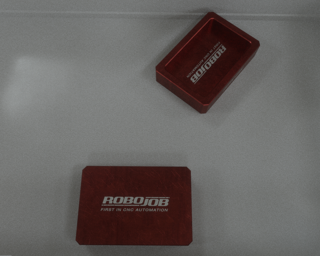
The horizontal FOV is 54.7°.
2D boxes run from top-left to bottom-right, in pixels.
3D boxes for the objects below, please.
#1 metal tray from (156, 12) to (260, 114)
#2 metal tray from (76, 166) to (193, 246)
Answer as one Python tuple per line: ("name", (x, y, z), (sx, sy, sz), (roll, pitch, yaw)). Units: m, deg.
("metal tray", (0.067, -0.095, 0.441), (0.090, 0.030, 0.130), (38, 74, 12))
("metal tray", (-0.028, 0.093, 0.373), (0.131, 0.030, 0.090), (1, 70, 0))
